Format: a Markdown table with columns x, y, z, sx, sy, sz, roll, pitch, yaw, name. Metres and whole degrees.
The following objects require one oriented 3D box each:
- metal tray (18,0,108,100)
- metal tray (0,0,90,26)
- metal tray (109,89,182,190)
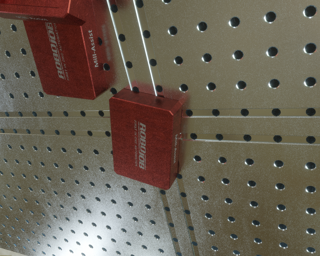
| x | y | z | sx | sy | sz | roll | pitch | yaw | name |
| --- | --- | --- | --- | --- | --- | --- | --- | --- | --- |
| -0.125 | -0.105 | 0.407 | 0.090 | 0.030 | 0.129 | 8 | 122 | 23 | metal tray |
| -0.138 | -0.168 | 0.346 | 0.130 | 0.030 | 0.089 | 13 | 95 | 22 | metal tray |
| -0.020 | 0.018 | 0.428 | 0.090 | 0.030 | 0.129 | 14 | 124 | 19 | metal tray |
